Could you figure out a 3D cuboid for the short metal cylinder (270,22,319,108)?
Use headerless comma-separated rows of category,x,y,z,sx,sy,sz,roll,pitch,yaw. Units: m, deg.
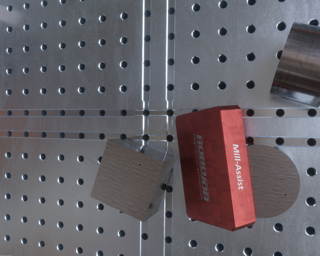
short metal cylinder,0.155,-0.067,0.329,0.050,0.080,0.080,19,97,19

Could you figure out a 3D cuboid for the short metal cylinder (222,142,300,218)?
short metal cylinder,0.116,0.058,0.358,0.080,0.050,0.079,0,90,19

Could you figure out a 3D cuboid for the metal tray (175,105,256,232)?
metal tray,0.060,0.044,0.360,0.090,0.030,0.129,-11,85,62

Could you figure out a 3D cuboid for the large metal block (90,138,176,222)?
large metal block,-0.035,0.065,0.412,0.080,0.050,0.080,20,97,18
